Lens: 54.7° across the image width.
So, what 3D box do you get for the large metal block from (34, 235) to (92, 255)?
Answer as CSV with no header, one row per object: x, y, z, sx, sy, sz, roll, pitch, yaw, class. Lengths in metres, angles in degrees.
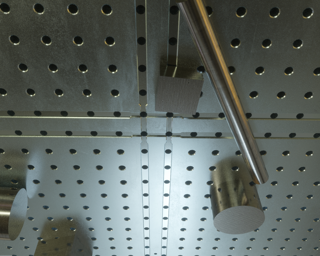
-0.193,0.263,0.617,0.080,0.050,0.080,-13,129,10,large metal block

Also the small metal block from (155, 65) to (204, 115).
0.022,-0.045,0.373,0.050,0.025,0.050,5,130,-5,small metal block

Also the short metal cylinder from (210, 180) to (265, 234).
0.125,0.130,0.507,0.081,0.050,0.079,0,130,0,short metal cylinder

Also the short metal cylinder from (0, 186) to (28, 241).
-0.248,0.133,0.486,0.050,0.080,0.079,6,130,-5,short metal cylinder

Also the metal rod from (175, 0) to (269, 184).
0.091,-0.026,0.389,0.025,0.025,0.299,-20,128,16,metal rod
